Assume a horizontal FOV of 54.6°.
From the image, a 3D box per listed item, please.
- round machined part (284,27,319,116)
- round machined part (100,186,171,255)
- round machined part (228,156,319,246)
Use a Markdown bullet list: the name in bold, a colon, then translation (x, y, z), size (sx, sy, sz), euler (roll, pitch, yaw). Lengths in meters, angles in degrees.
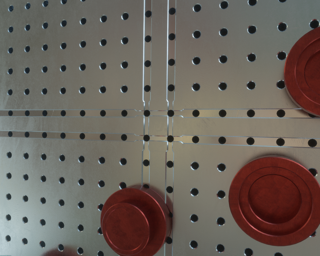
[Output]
- **round machined part**: translation (0.187, -0.060, 0.337), size (0.098, 0.042, 0.097), euler (0, 90, 20)
- **round machined part**: translation (-0.038, 0.130, 0.417), size (0.098, 0.042, 0.097), euler (0, 90, 20)
- **round machined part**: translation (0.131, 0.080, 0.357), size (0.098, 0.042, 0.097), euler (0, 90, 20)
